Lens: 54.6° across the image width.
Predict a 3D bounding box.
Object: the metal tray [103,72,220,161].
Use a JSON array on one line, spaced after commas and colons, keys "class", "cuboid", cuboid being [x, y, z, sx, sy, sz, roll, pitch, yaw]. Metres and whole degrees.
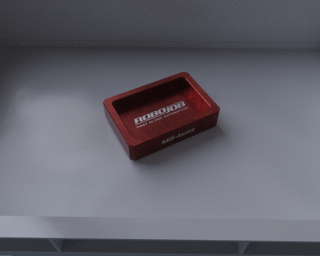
[{"class": "metal tray", "cuboid": [0.002, -0.021, 0.415, 0.131, 0.030, 0.090, -22, 54, -18]}]
